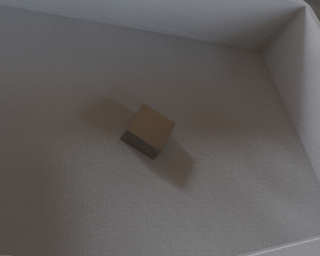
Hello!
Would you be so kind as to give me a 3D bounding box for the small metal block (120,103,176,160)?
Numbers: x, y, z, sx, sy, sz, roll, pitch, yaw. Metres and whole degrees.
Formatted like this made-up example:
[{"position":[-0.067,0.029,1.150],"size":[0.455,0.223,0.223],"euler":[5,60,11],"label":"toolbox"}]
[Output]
[{"position":[-0.015,0.004,0.397],"size":[0.050,0.025,0.050],"euler":[33,51,-7],"label":"small metal block"}]
